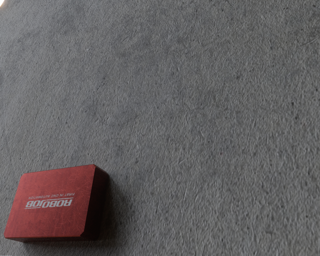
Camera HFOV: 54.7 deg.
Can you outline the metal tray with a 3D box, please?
[{"bbox_3d":[-0.137,0.101,0.410,0.130,0.030,0.090,-10,57,23],"label":"metal tray"}]
